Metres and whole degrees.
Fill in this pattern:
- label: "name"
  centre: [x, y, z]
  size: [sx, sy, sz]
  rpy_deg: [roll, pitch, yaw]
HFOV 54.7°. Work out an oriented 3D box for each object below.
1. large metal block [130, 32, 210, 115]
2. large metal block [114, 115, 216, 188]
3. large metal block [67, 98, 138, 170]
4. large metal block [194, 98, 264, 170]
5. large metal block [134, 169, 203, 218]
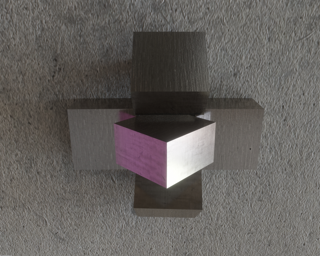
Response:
- label: "large metal block"
  centre: [0.010, -0.062, 0.353]
  size: [0.081, 0.080, 0.050]
  rpy_deg: [0, 154, 0]
- label: "large metal block"
  centre: [0.006, 0.017, 0.353]
  size: [0.080, 0.081, 0.050]
  rpy_deg: [18, 117, 41]
- label: "large metal block"
  centre: [-0.068, 0.006, 0.399]
  size: [0.081, 0.050, 0.079]
  rpy_deg: [-1, 110, -1]
- label: "large metal block"
  centre: [0.081, 0.006, 0.398]
  size: [0.081, 0.050, 0.079]
  rpy_deg: [0, 110, -1]
- label: "large metal block"
  centre: [0.010, 0.087, 0.407]
  size: [0.081, 0.080, 0.050]
  rpy_deg: [1, 67, 0]
